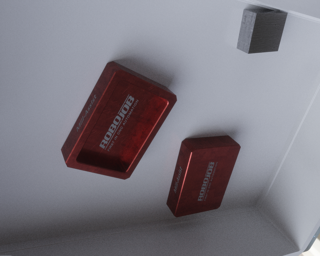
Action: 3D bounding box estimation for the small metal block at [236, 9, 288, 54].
[{"bbox_3d":[0.133,-0.127,0.405,0.050,0.025,0.050,-10,124,-23],"label":"small metal block"}]

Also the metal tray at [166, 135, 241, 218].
[{"bbox_3d":[0.067,0.077,0.492,0.091,0.030,0.129,-3,120,-27],"label":"metal tray"}]

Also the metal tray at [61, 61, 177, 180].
[{"bbox_3d":[-0.049,-0.004,0.377,0.091,0.030,0.129,21,107,-36],"label":"metal tray"}]
